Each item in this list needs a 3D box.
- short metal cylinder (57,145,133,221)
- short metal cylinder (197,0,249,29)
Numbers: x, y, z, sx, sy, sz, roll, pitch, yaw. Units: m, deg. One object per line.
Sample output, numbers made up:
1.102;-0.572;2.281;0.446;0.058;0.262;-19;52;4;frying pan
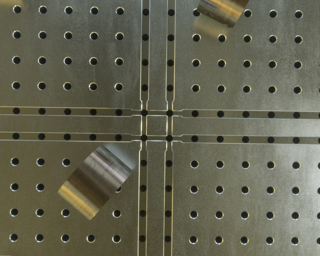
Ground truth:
-0.079;0.067;0.385;0.050;0.080;0.080;41;90;0;short metal cylinder
0.087;-0.172;0.386;0.050;0.080;0.080;28;90;0;short metal cylinder
